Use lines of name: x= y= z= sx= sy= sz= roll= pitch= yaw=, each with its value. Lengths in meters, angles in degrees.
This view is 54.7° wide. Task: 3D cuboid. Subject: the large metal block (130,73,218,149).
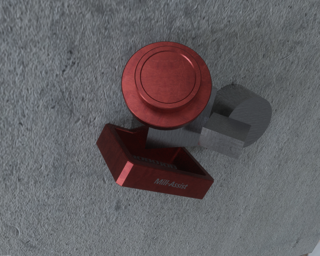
large metal block: x=0.015 y=-0.023 z=0.388 sx=0.081 sy=0.050 sz=0.079 roll=-2 pitch=119 yaw=-28

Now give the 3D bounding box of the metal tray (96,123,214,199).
metal tray: x=-0.005 y=0.042 z=0.389 sx=0.131 sy=0.090 sz=0.030 roll=18 pitch=109 yaw=-35

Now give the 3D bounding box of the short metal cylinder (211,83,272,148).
short metal cylinder: x=0.110 y=-0.018 z=0.443 sx=0.081 sy=0.050 sz=0.079 roll=-14 pitch=124 yaw=-21

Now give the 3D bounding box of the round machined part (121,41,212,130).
round machined part: x=0.007 y=-0.049 z=0.334 sx=0.098 sy=0.098 sz=0.042 roll=-32 pitch=173 yaw=-8

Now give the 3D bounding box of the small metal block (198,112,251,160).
small metal block: x=0.080 y=0.008 z=0.382 sx=0.050 sy=0.050 sz=0.025 roll=-44 pitch=151 yaw=-56
